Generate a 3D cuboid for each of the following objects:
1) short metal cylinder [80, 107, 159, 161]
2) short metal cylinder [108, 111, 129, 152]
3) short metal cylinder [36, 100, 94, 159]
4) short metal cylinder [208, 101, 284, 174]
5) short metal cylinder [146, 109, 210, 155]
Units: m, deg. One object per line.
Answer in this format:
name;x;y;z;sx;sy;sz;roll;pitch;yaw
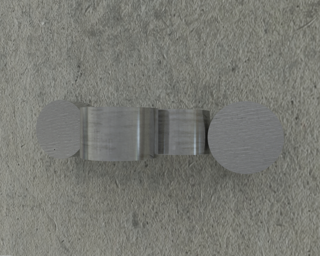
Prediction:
short metal cylinder;-0.042;0.004;0.322;0.080;0.080;0.050;1;92;20
short metal cylinder;-0.056;0.003;0.401;0.080;0.080;0.050;0;90;20
short metal cylinder;-0.126;0.002;0.441;0.080;0.050;0.080;0;90;19
short metal cylinder;0.100;0.010;0.361;0.080;0.050;0.080;0;91;19
short metal cylinder;0.020;0.005;0.374;0.080;0.080;0.050;0;90;20
